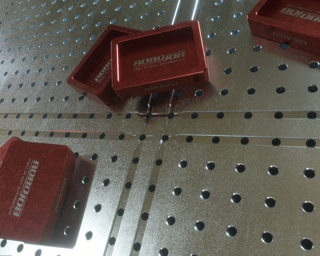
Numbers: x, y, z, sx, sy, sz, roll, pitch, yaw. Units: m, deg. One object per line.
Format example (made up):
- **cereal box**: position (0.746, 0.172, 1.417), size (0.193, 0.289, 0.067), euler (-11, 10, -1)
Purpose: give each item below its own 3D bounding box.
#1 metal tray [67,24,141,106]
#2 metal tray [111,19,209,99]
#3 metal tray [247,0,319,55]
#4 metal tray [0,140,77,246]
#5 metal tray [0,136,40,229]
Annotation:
- **metal tray**: position (-0.083, -0.108, 0.512), size (0.090, 0.030, 0.130), euler (25, 75, 36)
- **metal tray**: position (-0.002, -0.097, 0.442), size (0.131, 0.030, 0.090), euler (-10, 65, 10)
- **metal tray**: position (0.191, -0.147, 0.394), size (0.130, 0.030, 0.090), euler (34, 80, 38)
- **metal tray**: position (-0.177, 0.084, 0.421), size (0.090, 0.030, 0.130), euler (5, 62, 8)
- **metal tray**: position (-0.224, 0.083, 0.469), size (0.090, 0.030, 0.130), euler (-45, 51, -3)
